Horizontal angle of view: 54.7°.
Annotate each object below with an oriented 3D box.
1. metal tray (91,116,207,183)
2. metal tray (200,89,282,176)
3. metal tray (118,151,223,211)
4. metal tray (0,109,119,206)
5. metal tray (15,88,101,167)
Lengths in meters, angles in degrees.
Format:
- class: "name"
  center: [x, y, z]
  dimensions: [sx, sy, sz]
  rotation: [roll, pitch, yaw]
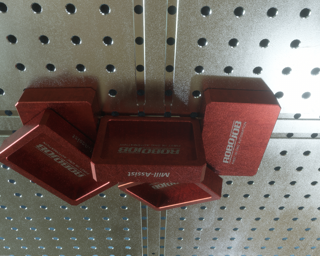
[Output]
- class: "metal tray"
  center: [-0.013, 0.024, 0.388]
  dimensions: [0.131, 0.090, 0.030]
  rotation: [1, 130, -2]
- class: "metal tray"
  center: [0.097, 0.011, 0.418]
  dimensions: [0.091, 0.030, 0.129]
  rotation: [2, 130, -3]
- class: "metal tray"
  center: [0.013, 0.082, 0.454]
  dimensions: [0.130, 0.030, 0.090]
  rotation: [-24, 129, 40]
- class: "metal tray"
  center: [-0.127, 0.044, 0.403]
  dimensions: [0.090, 0.030, 0.130]
  rotation: [-31, 125, 23]
- class: "metal tray"
  center: [-0.125, 0.009, 0.414]
  dimensions: [0.091, 0.030, 0.129]
  rotation: [-1, 131, 0]
